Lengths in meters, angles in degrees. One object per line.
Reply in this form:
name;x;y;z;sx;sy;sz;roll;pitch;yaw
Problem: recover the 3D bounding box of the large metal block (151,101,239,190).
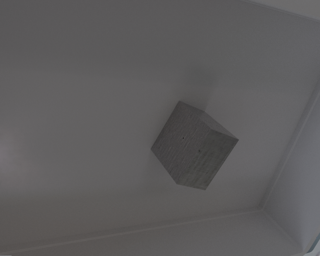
large metal block;0.042;0.022;0.409;0.050;0.080;0.080;19;108;-36
